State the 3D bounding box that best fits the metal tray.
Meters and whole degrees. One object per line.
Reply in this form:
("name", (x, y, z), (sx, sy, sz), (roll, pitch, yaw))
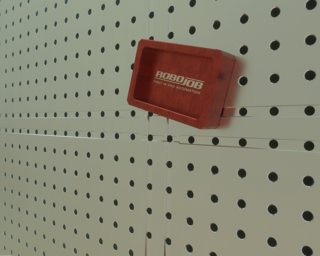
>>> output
("metal tray", (0.020, -0.058, 0.390), (0.130, 0.030, 0.089), (21, 103, 38))
